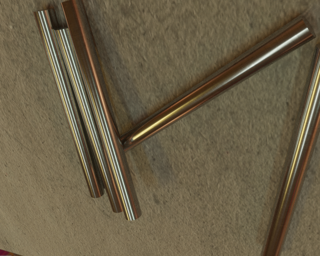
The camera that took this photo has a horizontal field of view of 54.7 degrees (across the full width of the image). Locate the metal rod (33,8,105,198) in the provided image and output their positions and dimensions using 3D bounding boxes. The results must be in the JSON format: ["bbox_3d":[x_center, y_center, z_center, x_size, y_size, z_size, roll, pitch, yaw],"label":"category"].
[{"bbox_3d":[-0.127,-0.019,0.459,0.025,0.025,0.298,5,121,25],"label":"metal rod"}]

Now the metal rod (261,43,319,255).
[{"bbox_3d":[0.155,0.054,0.358,0.025,0.025,0.298,13,124,20],"label":"metal rod"}]

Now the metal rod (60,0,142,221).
[{"bbox_3d":[-0.072,-0.011,0.410,0.025,0.025,0.298,-4,109,30],"label":"metal rod"}]

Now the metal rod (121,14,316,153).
[{"bbox_3d":[0.033,-0.030,0.369,0.299,0.025,0.025,-32,101,37],"label":"metal rod"}]

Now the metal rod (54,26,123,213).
[{"bbox_3d":[-0.095,0.004,0.457,0.025,0.025,0.298,3,120,26],"label":"metal rod"}]
